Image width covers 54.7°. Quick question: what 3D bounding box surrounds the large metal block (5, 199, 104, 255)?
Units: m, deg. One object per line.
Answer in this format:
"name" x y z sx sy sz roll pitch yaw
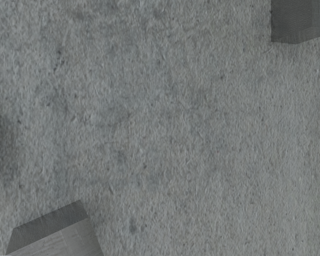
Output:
"large metal block" -0.113 0.127 0.339 0.081 0.080 0.050 -22 98 -19

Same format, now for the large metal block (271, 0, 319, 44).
"large metal block" 0.213 -0.176 0.460 0.050 0.080 0.079 -1 90 -20
